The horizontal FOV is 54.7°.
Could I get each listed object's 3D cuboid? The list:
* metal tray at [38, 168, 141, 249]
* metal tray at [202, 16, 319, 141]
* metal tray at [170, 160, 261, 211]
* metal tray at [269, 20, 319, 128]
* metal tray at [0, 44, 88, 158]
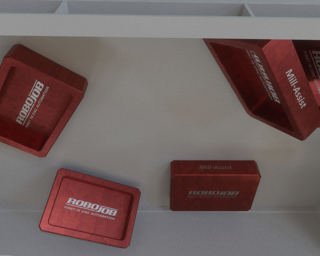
[{"bbox_3d":[-0.102,0.122,0.466,0.131,0.090,0.030,19,155,-16],"label":"metal tray"},{"bbox_3d":[0.106,-0.051,0.321,0.030,0.090,0.130,-44,123,-4],"label":"metal tray"},{"bbox_3d":[0.081,0.092,0.485,0.131,0.030,0.089,0,130,-1],"label":"metal tray"},{"bbox_3d":[0.172,-0.052,0.332,0.090,0.030,0.130,3,143,47],"label":"metal tray"},{"bbox_3d":[-0.159,-0.026,0.381,0.090,0.030,0.129,27,125,-22],"label":"metal tray"}]
